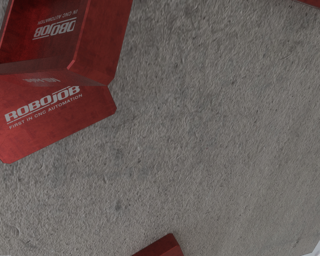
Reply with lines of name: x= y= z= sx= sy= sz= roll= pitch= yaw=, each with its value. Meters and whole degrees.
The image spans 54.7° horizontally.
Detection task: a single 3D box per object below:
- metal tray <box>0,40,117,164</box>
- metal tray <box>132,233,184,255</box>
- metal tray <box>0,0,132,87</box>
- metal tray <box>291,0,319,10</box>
metal tray: x=-0.121 y=-0.030 z=0.319 sx=0.131 sy=0.030 sz=0.090 roll=-27 pitch=128 yaw=-11
metal tray: x=0.004 y=0.259 z=0.566 sx=0.090 sy=0.030 sz=0.129 roll=-28 pitch=128 yaw=-11
metal tray: x=-0.077 y=-0.078 z=0.229 sx=0.030 sy=0.130 sz=0.090 roll=19 pitch=81 yaw=-47
metal tray: x=0.198 y=-0.202 z=0.386 sx=0.131 sy=0.030 sz=0.089 roll=1 pitch=118 yaw=-29
